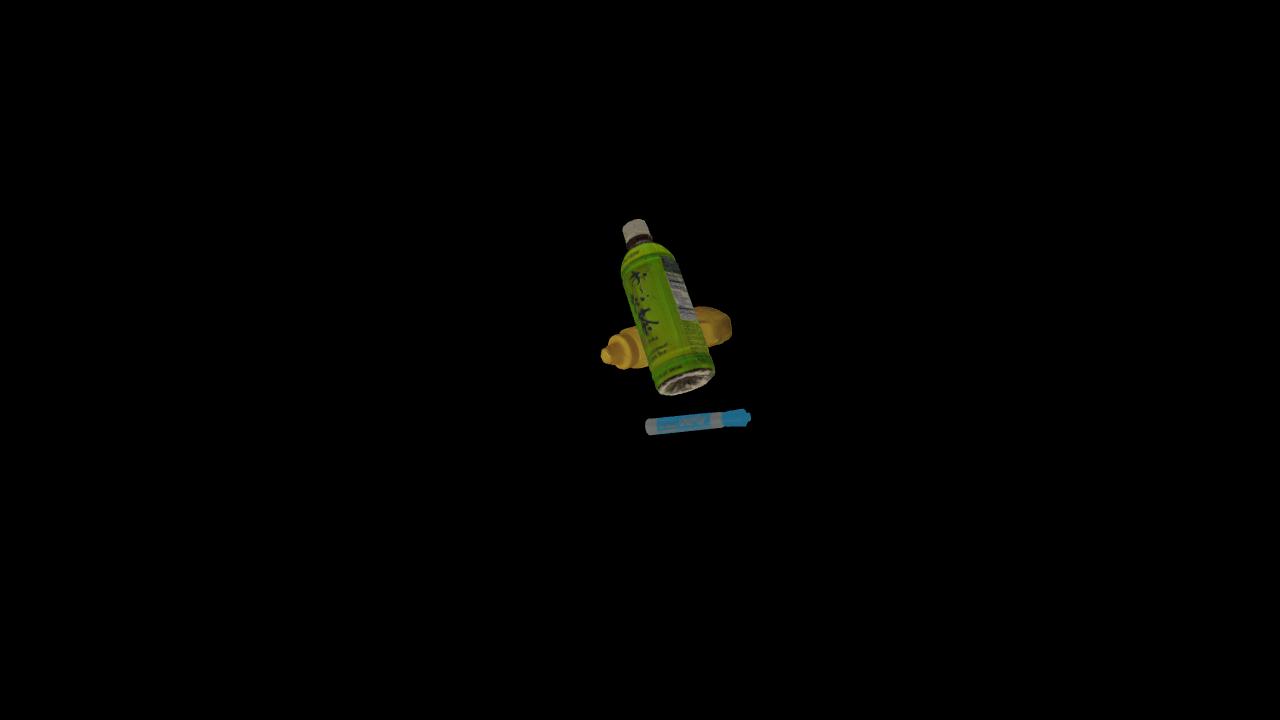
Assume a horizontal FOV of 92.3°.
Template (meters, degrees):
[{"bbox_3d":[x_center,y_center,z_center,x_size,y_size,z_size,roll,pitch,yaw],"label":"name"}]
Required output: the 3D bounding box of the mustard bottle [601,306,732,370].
[{"bbox_3d":[0.024,-0.025,0.763,0.184,0.054,0.092,-18,22,-41],"label":"mustard bottle"}]

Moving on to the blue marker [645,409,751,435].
[{"bbox_3d":[0.062,0.067,0.669,0.121,0.020,0.020,-9,-5,29],"label":"blue marker"}]

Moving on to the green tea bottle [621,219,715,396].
[{"bbox_3d":[0.023,-0.067,0.704,0.073,0.212,0.073,-13,-22,-5],"label":"green tea bottle"}]
